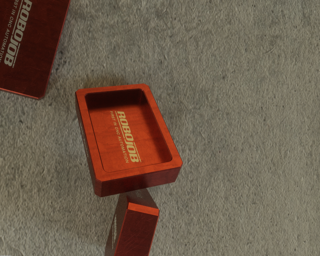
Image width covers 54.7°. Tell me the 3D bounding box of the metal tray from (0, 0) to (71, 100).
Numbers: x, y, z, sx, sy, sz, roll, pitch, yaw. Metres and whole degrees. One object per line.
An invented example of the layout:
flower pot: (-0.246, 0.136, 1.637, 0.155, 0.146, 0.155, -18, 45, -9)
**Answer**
metal tray: (-0.161, -0.105, 0.347, 0.091, 0.030, 0.129, 15, 85, -20)

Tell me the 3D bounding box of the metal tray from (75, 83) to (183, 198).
metal tray: (-0.040, 0.007, 0.349, 0.091, 0.030, 0.130, -8, 52, -20)

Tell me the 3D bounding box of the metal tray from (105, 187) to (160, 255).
metal tray: (-0.035, 0.114, 0.337, 0.030, 0.130, 0.090, 15, 87, -8)
